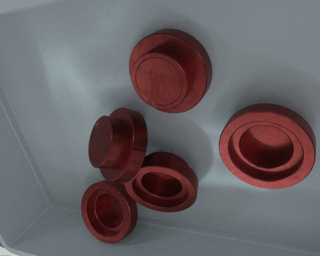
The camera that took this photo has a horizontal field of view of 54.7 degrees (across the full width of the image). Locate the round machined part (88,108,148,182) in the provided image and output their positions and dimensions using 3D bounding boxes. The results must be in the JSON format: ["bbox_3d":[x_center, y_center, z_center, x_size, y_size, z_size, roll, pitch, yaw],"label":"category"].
[{"bbox_3d":[-0.060,0.021,0.406,0.042,0.098,0.098,13,139,-34],"label":"round machined part"}]

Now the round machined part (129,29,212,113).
[{"bbox_3d":[0.007,-0.060,0.357,0.098,0.042,0.097,13,124,21],"label":"round machined part"}]

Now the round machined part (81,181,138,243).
[{"bbox_3d":[-0.077,0.132,0.505,0.098,0.042,0.097,2,95,28],"label":"round machined part"}]

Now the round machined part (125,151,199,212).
[{"bbox_3d":[0.004,0.071,0.428,0.098,0.042,0.097,7,132,9],"label":"round machined part"}]

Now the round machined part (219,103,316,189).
[{"bbox_3d":[0.119,0.016,0.345,0.098,0.042,0.097,13,124,21],"label":"round machined part"}]
